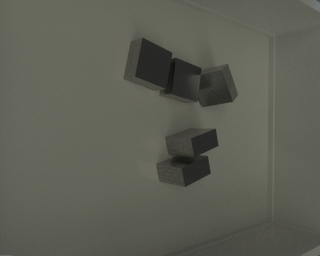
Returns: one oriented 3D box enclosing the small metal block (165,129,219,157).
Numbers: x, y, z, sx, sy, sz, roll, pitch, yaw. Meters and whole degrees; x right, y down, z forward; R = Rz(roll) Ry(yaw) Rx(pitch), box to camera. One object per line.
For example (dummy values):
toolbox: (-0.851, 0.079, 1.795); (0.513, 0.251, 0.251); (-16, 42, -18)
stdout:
small metal block: (0.044, 0.019, 0.430); (0.050, 0.050, 0.025); (-19, 102, -39)

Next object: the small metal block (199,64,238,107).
small metal block: (0.081, -0.062, 0.458); (0.025, 0.050, 0.050); (-46, 119, -46)

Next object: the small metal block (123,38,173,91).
small metal block: (-0.015, -0.080, 0.396); (0.050, 0.025, 0.050); (16, 80, -39)

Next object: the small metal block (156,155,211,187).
small metal block: (0.032, 0.055, 0.419); (0.050, 0.050, 0.025); (-18, 102, -39)

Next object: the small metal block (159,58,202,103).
small metal block: (0.029, -0.065, 0.433); (0.050, 0.025, 0.050); (12, 83, -39)
